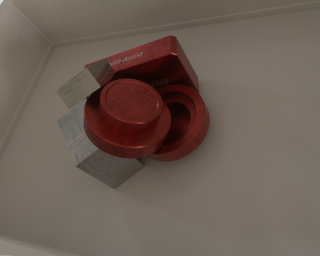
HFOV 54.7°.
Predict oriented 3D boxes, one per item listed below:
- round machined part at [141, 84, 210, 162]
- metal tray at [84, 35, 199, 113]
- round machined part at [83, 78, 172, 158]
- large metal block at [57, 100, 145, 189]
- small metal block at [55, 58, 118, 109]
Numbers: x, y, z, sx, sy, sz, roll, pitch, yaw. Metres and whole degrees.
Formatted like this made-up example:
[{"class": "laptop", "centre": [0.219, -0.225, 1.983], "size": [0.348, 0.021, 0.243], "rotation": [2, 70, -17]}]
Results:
[{"class": "round machined part", "centre": [0.015, -0.003, 0.387], "size": [0.098, 0.042, 0.098], "rotation": [-13, 56, 20]}, {"class": "metal tray", "centre": [-0.024, -0.063, 0.411], "size": [0.130, 0.090, 0.030], "rotation": [-14, 57, 20]}, {"class": "round machined part", "centre": [-0.034, -0.018, 0.346], "size": [0.099, 0.042, 0.098], "rotation": [9, 48, -10]}, {"class": "large metal block", "centre": [-0.074, 0.020, 0.394], "size": [0.050, 0.080, 0.080], "rotation": [-38, 51, 3]}, {"class": "small metal block", "centre": [-0.084, -0.052, 0.359], "size": [0.050, 0.025, 0.050], "rotation": [-30, 12, 24]}]
